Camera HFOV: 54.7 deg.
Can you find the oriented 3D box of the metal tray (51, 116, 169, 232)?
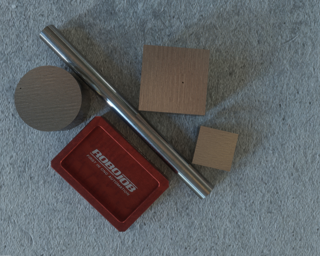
[{"bbox_3d":[-0.064,0.058,0.408,0.130,0.030,0.090,44,90,-1],"label":"metal tray"}]

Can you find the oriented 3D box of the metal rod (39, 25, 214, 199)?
[{"bbox_3d":[-0.043,-0.021,0.410,0.025,0.025,0.300,-45,91,0],"label":"metal rod"}]

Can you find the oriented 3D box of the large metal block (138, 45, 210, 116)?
[{"bbox_3d":[0.017,-0.058,0.399,0.081,0.050,0.079,4,90,-1],"label":"large metal block"}]

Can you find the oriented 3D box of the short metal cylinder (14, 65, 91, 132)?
[{"bbox_3d":[-0.135,-0.036,0.397,0.081,0.050,0.079,0,90,-1],"label":"short metal cylinder"}]

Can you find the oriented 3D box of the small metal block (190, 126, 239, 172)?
[{"bbox_3d":[0.072,0.027,0.413,0.050,0.025,0.050,13,90,-1],"label":"small metal block"}]
